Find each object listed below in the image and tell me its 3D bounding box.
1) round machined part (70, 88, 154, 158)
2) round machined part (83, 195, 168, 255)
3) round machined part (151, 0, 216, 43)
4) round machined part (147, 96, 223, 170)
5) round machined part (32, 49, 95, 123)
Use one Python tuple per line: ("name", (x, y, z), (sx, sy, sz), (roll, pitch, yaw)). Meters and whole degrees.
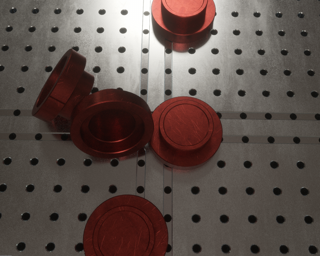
("round machined part", (-0.059, -0.010, 0.381), (0.099, 0.097, 0.042), (-11, 46, -4))
("round machined part", (-0.040, 0.126, 0.356), (0.099, 0.042, 0.098), (0, 70, -1))
("round machined part", (0.036, -0.182, 0.470), (0.099, 0.042, 0.098), (0, 70, -1))
("round machined part", (0.032, 0.002, 0.402), (0.099, 0.042, 0.098), (0, 70, -1))
("round machined part", (-0.121, -0.049, 0.400), (0.042, 0.098, 0.098), (31, 68, -28))
